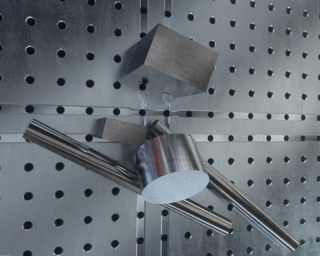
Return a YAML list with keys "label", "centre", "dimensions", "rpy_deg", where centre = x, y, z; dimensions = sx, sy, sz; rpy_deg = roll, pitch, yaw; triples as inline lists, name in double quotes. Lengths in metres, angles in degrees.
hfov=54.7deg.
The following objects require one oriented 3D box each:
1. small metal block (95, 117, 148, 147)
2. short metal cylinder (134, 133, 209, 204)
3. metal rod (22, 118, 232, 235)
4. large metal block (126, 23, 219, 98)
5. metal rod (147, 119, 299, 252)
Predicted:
- label: "small metal block"
  centre: [-0.049, 0.005, 0.382]
  dimensions: [0.050, 0.050, 0.025]
  rpy_deg: [13, 86, -20]
- label: "short metal cylinder"
  centre: [0.013, 0.050, 0.373]
  dimensions: [0.081, 0.079, 0.050]
  rpy_deg: [0, 51, -20]
- label: "metal rod"
  centre: [-0.028, 0.072, 0.403]
  dimensions: [0.301, 0.025, 0.025]
  rpy_deg: [30, 80, -18]
- label: "large metal block"
  centre: [0.012, -0.079, 0.389]
  dimensions: [0.080, 0.080, 0.050]
  rpy_deg: [21, 83, -19]
- label: "metal rod"
  centre: [0.099, 0.091, 0.451]
  dimensions: [0.300, 0.025, 0.025]
  rpy_deg: [40, 77, -16]
